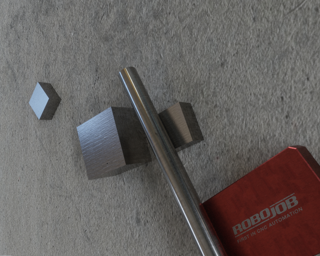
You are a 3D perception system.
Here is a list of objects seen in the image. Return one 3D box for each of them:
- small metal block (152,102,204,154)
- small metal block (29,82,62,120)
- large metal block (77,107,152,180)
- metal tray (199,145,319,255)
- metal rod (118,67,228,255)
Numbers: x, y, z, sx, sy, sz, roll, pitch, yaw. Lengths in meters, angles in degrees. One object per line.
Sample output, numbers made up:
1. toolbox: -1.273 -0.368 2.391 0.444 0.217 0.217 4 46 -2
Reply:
1. small metal block: 0.020 0.001 0.387 0.050 0.025 0.050 -29 72 36
2. small metal block: -0.216 -0.050 0.579 0.050 0.025 0.050 49 118 28
3. large metal block: -0.067 0.023 0.441 0.080 0.050 0.080 -26 74 37
4. metal tray: 0.110 0.088 0.310 0.129 0.030 0.090 -43 64 31
5. metal rod: 0.017 0.051 0.351 0.025 0.025 0.299 -41 63 32
